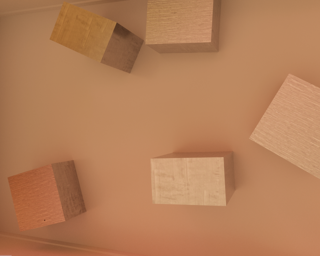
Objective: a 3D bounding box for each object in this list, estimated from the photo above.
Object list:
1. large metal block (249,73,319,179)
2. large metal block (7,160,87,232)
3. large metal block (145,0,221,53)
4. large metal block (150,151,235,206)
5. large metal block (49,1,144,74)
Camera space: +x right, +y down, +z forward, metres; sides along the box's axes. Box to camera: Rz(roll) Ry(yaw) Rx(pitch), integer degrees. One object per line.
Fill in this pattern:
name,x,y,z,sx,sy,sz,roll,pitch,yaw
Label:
large metal block,0.157,-0.003,0.342,0.080,0.050,0.080,32,100,17
large metal block,-0.165,0.098,0.456,0.080,0.050,0.080,-18,84,19
large metal block,0.031,-0.139,0.386,0.080,0.050,0.079,4,91,20
large metal block,0.042,0.056,0.366,0.080,0.080,0.050,-3,89,20
large metal block,-0.080,-0.117,0.410,0.080,0.080,0.050,27,99,18
